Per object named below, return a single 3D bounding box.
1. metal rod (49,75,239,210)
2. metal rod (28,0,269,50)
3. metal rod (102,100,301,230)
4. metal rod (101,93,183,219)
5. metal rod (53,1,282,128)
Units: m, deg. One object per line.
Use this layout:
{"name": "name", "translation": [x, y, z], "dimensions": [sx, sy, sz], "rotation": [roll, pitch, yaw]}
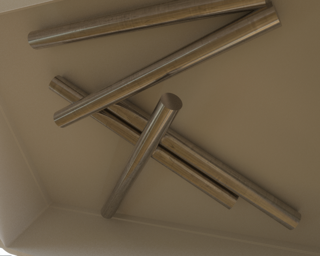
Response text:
{"name": "metal rod", "translation": [-0.026, 0.017, 0.430], "dimensions": [0.301, 0.025, 0.025], "rotation": [33, 129, 5]}
{"name": "metal rod", "translation": [-0.036, -0.121, 0.351], "dimensions": [0.300, 0.025, 0.025], "rotation": [-1, 118, 28]}
{"name": "metal rod", "translation": [0.045, 0.036, 0.405], "dimensions": [0.301, 0.025, 0.025], "rotation": [33, 129, 5]}
{"name": "metal rod", "translation": [-0.040, 0.060, 0.438], "dimensions": [0.025, 0.025, 0.298], "rotation": [35, 137, 4]}
{"name": "metal rod", "translation": [-0.015, -0.059, 0.358], "dimensions": [0.300, 0.025, 0.025], "rotation": [-21, 108, 29]}
